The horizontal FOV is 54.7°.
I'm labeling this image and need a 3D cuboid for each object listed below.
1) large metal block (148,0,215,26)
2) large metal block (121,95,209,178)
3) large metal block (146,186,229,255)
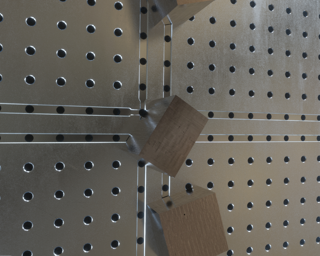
[{"bbox_3d":[0.019,-0.184,0.391,0.050,0.080,0.080,-17,96,-20],"label":"large metal block"},{"bbox_3d":[0.003,0.009,0.386,0.050,0.080,0.080,35,79,-17],"label":"large metal block"},{"bbox_3d":[0.036,0.132,0.414,0.081,0.050,0.080,-15,96,-20],"label":"large metal block"}]
